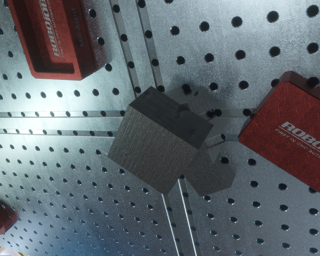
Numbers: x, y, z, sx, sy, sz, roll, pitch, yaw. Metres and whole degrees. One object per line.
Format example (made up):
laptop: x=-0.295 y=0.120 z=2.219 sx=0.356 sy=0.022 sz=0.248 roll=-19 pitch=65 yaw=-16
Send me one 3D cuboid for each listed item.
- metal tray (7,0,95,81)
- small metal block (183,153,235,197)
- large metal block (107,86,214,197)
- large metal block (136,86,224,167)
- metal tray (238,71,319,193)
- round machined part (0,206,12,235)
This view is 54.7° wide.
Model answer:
metal tray: x=-0.143 y=-0.129 z=0.403 sx=0.090 sy=0.030 sz=0.129 roll=6 pitch=121 yaw=25
small metal block: x=0.063 y=0.060 z=0.415 sx=0.050 sy=0.025 sz=0.050 roll=-29 pitch=102 yaw=37
large metal block: x=-0.001 y=0.015 z=0.340 sx=0.080 sy=0.050 sz=0.079 roll=33 pitch=129 yaw=6
large metal block: x=0.023 y=0.003 z=0.385 sx=0.080 sy=0.050 sz=0.080 roll=-12 pitch=112 yaw=33
metal tray: x=0.163 y=0.011 z=0.329 sx=0.130 sy=0.030 sz=0.089 roll=33 pitch=129 yaw=6
round machined part: x=-0.420 y=0.227 z=0.763 sx=0.098 sy=0.042 sz=0.097 roll=13 pitch=124 yaw=21
